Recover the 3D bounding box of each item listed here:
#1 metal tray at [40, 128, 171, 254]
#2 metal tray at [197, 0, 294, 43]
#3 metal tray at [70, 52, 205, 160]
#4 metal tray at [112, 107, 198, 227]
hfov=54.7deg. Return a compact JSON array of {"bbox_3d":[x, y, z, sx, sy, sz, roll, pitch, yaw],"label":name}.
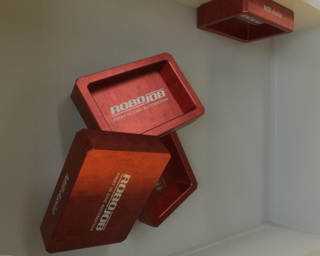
[{"bbox_3d":[-0.056,0.065,0.311,0.091,0.030,0.129,7,120,-38],"label":"metal tray"},{"bbox_3d":[0.131,-0.165,0.473,0.131,0.090,0.030,1,90,-40],"label":"metal tray"},{"bbox_3d":[-0.022,-0.029,0.354,0.131,0.030,0.090,-25,80,-33],"label":"metal tray"},{"bbox_3d":[-0.010,0.047,0.394,0.091,0.030,0.129,-36,113,-34],"label":"metal tray"}]
